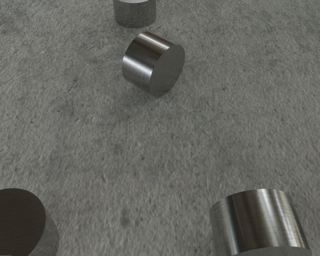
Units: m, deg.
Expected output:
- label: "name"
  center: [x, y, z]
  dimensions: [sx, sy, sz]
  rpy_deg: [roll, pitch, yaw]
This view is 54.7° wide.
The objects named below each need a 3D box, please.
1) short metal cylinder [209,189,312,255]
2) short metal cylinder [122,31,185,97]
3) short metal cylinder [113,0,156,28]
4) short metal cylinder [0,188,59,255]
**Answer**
- label: "short metal cylinder"
  center: [0.090, 0.098, 0.286]
  dimensions: [0.081, 0.080, 0.050]
  rpy_deg: [-2, 50, -2]
- label: "short metal cylinder"
  center: [-0.008, -0.091, 0.444]
  dimensions: [0.050, 0.080, 0.080]
  rpy_deg: [32, 57, 24]
- label: "short metal cylinder"
  center: [-0.047, -0.231, 0.581]
  dimensions: [0.081, 0.050, 0.080]
  rpy_deg: [0, 50, 0]
- label: "short metal cylinder"
  center: [-0.144, 0.105, 0.297]
  dimensions: [0.081, 0.050, 0.080]
  rpy_deg: [0, 50, 0]
